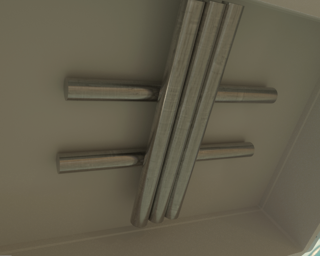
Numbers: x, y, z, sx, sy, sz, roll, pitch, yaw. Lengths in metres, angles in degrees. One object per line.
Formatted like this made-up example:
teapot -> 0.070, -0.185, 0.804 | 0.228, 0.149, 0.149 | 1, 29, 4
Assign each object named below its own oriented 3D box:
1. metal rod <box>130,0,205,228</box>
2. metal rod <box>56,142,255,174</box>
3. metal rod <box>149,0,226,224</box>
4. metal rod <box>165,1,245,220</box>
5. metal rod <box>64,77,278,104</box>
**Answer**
metal rod -> 0.002, 0.001, 0.375 | 0.025, 0.025, 0.298 | -1, 119, -28
metal rod -> 0.013, 0.039, 0.438 | 0.303, 0.025, 0.025 | -2, 119, -28
metal rod -> 0.025, -0.001, 0.386 | 0.025, 0.025, 0.298 | -1, 119, -28
metal rod -> 0.047, -0.003, 0.397 | 0.025, 0.025, 0.298 | -1, 119, -28
metal rod -> 0.034, -0.045, 0.398 | 0.303, 0.025, 0.025 | -2, 119, -28
